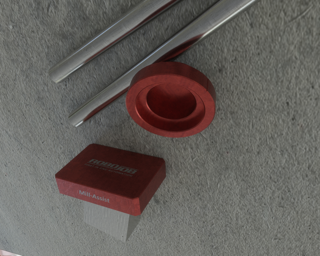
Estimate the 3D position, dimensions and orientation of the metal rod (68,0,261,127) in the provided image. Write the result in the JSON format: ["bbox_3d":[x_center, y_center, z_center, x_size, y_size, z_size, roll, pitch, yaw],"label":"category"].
[{"bbox_3d":[-0.020,-0.070,0.372,0.299,0.025,0.025,-28,103,37],"label":"metal rod"}]

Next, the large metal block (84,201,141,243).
[{"bbox_3d":[-0.076,0.128,0.508,0.080,0.050,0.079,21,126,15],"label":"large metal block"}]

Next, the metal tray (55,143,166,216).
[{"bbox_3d":[-0.068,0.068,0.440,0.130,0.090,0.030,10,123,22],"label":"metal tray"}]

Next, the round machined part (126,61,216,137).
[{"bbox_3d":[0.014,-0.036,0.351,0.099,0.042,0.097,6,139,6],"label":"round machined part"}]

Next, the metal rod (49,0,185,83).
[{"bbox_3d":[-0.031,-0.119,0.347,0.299,0.025,0.025,-22,107,35],"label":"metal rod"}]
